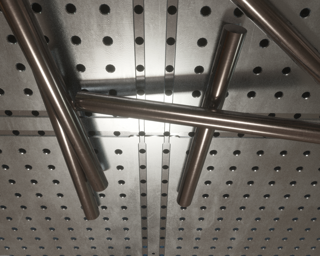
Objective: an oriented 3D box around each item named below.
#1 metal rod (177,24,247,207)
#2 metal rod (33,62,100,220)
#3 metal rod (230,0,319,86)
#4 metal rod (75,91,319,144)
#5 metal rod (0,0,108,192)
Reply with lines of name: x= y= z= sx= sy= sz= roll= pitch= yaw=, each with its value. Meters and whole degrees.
metal rod: x=0.059 y=0.009 z=0.419 sx=0.025 sy=0.025 sz=0.298 roll=5 pitch=130 yaw=-5
metal rod: x=-0.125 y=0.036 z=0.440 sx=0.025 sy=0.025 sz=0.298 roll=-3 pitch=130 yaw=2
metal rod: x=0.108 y=-0.114 z=0.316 sx=0.301 sy=0.025 sz=0.025 roll=32 pitch=123 yaw=-25
metal rod: x=0.048 y=-0.013 z=0.370 sx=0.302 sy=0.025 sz=0.025 roll=8 pitch=130 yaw=5
metal rod: x=-0.112 y=-0.017 z=0.369 sx=0.025 sy=0.025 sz=0.298 roll=-6 pitch=135 yaw=5
